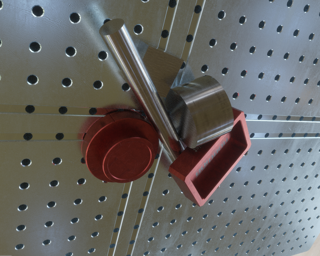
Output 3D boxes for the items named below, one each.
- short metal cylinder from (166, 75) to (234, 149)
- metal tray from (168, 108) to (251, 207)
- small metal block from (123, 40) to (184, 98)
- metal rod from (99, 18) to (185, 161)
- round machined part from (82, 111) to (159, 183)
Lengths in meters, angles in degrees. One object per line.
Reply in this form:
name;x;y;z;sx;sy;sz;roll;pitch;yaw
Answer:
short metal cylinder;0.048;-0.021;0.391;0.050;0.080;0.080;-23;127;-15
metal tray;0.078;0.041;0.450;0.130;0.030;0.090;-47;139;-16
small metal block;-0.008;-0.069;0.366;0.050;0.025;0.050;14;111;-34
metal rod;0.004;-0.002;0.392;0.025;0.025;0.299;-35;137;-6
round machined part;-0.045;0.031;0.395;0.099;0.042;0.097;-14;125;-21
